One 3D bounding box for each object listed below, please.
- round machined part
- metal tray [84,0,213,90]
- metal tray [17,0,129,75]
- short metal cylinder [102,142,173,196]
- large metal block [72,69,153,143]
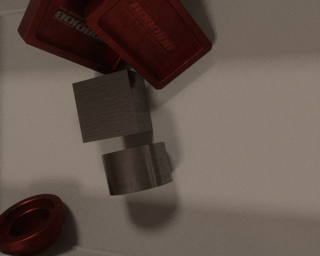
[{"bbox_3d":[-0.181,0.141,0.441,0.098,0.098,0.042,-4,117,19],"label":"round machined part"},{"bbox_3d":[-0.010,-0.114,0.361,0.090,0.130,0.030,-37,41,16],"label":"metal tray"},{"bbox_3d":[-0.092,-0.126,0.383,0.030,0.131,0.090,43,108,42],"label":"metal tray"},{"bbox_3d":[-0.029,0.050,0.390,0.080,0.080,0.050,-14,86,19],"label":"short metal cylinder"},{"bbox_3d":[-0.062,-0.028,0.416,0.080,0.050,0.080,-11,90,19],"label":"large metal block"}]
